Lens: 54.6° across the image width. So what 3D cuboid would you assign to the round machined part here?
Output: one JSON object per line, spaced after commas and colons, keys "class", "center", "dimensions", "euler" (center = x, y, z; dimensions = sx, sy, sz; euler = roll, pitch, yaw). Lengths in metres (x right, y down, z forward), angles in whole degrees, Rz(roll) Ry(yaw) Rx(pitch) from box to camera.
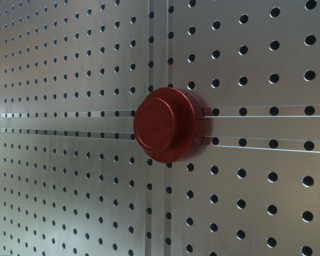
{"class": "round machined part", "center": [0.004, -0.004, 0.396], "dimensions": [0.098, 0.042, 0.097], "euler": [0, 90, 40]}
